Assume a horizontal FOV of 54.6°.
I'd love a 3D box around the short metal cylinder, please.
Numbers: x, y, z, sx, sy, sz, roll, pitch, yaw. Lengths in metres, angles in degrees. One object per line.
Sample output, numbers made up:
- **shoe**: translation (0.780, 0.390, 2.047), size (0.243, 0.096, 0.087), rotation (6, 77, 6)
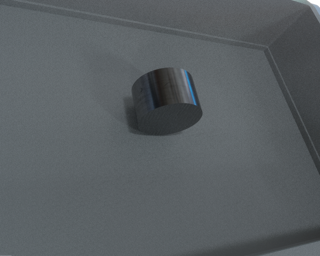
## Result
- **short metal cylinder**: translation (0.008, -0.031, 0.389), size (0.081, 0.080, 0.050), rotation (2, 61, -27)
